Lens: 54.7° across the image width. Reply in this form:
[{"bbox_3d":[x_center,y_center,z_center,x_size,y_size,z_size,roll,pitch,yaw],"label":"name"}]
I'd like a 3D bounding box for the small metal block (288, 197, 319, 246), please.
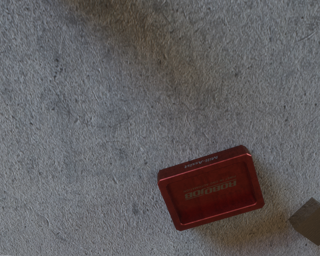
[{"bbox_3d":[0.233,0.140,0.464,0.050,0.025,0.050,35,106,-12],"label":"small metal block"}]

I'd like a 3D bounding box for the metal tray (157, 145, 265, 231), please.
[{"bbox_3d":[0.071,0.086,0.439,0.131,0.030,0.090,-18,109,6],"label":"metal tray"}]
